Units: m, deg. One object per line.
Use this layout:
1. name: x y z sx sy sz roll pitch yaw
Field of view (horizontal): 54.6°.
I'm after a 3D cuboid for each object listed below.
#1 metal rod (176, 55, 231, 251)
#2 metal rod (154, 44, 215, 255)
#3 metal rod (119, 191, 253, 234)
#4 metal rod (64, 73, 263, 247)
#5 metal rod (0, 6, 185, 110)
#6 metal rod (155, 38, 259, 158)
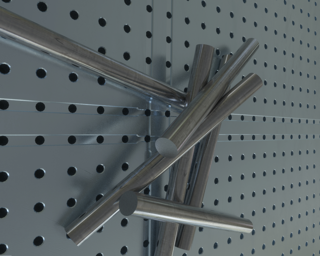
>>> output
1. metal rod: 0.072 0.028 0.467 0.025 0.025 0.299 26 74 -37
2. metal rod: 0.031 0.039 0.412 0.025 0.025 0.299 12 89 -39
3. metal rod: 0.058 0.122 0.420 0.301 0.025 0.025 28 73 -48
4. metal rod: 0.018 0.026 0.376 0.301 0.025 0.025 -39 115 -17
5. metal rod: -0.057 -0.068 0.360 0.302 0.025 0.025 19 78 -38
6. metal rod: 0.079 -0.059 0.410 0.301 0.025 0.025 -47 119 -45
